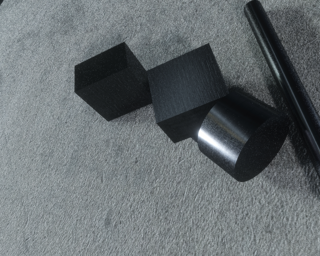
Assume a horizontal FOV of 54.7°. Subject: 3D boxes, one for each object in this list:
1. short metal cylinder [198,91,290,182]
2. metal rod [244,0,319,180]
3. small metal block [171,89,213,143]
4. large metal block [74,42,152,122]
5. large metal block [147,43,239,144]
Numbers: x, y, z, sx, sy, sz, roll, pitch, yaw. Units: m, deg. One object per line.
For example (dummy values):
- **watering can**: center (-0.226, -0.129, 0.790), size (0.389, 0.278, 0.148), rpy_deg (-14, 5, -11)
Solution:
- **short metal cylinder**: center (0.086, 0.008, 0.319), size (0.080, 0.080, 0.050), rpy_deg (-47, 51, -4)
- **metal rod**: center (0.149, -0.048, 0.355), size (0.025, 0.025, 0.299), rpy_deg (-20, 54, 16)
- **small metal block**: center (0.045, -0.017, 0.391), size (0.050, 0.025, 0.050), rpy_deg (-45, 51, -4)
- **large metal block**: center (-0.063, -0.062, 0.440), size (0.080, 0.080, 0.050), rpy_deg (-22, 54, 15)
- **large metal block**: center (0.037, -0.040, 0.361), size (0.080, 0.050, 0.080), rpy_deg (-22, 54, 15)
